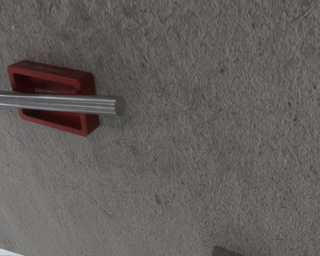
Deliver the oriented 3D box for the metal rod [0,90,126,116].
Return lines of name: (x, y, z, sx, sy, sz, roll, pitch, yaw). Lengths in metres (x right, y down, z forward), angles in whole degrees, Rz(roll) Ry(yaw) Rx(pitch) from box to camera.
metal rod: (-0.183, -0.039, 0.439, 0.301, 0.025, 0.025, 5, 121, 25)

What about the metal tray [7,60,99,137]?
metal tray: (-0.157, -0.045, 0.458, 0.130, 0.030, 0.089, 14, 124, 20)

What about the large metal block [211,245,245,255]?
large metal block: (0.108, 0.235, 0.460, 0.080, 0.080, 0.050, 12, 124, 21)
